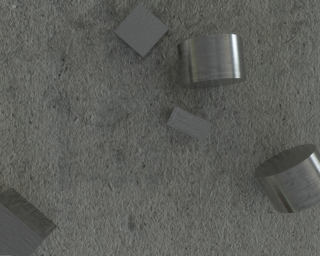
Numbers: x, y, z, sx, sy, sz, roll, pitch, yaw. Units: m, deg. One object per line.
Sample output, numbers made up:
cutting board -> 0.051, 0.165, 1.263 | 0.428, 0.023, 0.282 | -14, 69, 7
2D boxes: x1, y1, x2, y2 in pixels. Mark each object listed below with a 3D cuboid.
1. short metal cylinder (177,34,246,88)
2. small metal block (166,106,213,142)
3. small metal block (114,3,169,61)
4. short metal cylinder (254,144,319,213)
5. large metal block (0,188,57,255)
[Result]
short metal cylinder -> 0.063, -0.080, 0.383 | 0.081, 0.080, 0.050 | -5, 90, -1
small metal block -> 0.036, -0.005, 0.398 | 0.050, 0.050, 0.025 | 26, 90, -1
small metal block -> -0.024, -0.126, 0.410 | 0.050, 0.025, 0.050 | 41, 90, -1
short metal cylinder -> 0.167, 0.061, 0.385 | 0.080, 0.080, 0.050 | -30, 90, 0
large metal block -> -0.196, 0.137, 0.395 | 0.080, 0.050, 0.080 | 41, 90, -1
